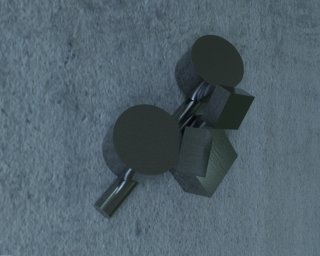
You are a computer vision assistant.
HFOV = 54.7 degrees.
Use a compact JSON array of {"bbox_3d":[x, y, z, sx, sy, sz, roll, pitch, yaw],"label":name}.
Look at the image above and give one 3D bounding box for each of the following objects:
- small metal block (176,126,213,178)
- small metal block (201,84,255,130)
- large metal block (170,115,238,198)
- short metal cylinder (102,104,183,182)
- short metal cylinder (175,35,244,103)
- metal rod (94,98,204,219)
[{"bbox_3d":[0.042,0.029,0.363,0.050,0.025,0.050,40,62,-69],"label":"small metal block"},{"bbox_3d":[0.088,-0.026,0.401,0.050,0.025,0.050,3,119,-40],"label":"small metal block"},{"bbox_3d":[0.055,0.037,0.436,0.080,0.050,0.080,-49,119,-29],"label":"large metal block"},{"bbox_3d":[-0.021,0.019,0.356,0.081,0.050,0.080,8,69,-21],"label":"short metal cylinder"},{"bbox_3d":[0.068,-0.081,0.430,0.081,0.050,0.080,8,69,-21],"label":"short metal cylinder"},{"bbox_3d":[0.021,-0.003,0.425,0.301,0.025,0.025,-49,119,-29],"label":"metal rod"}]
